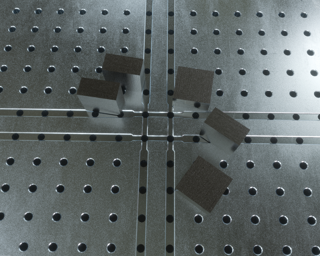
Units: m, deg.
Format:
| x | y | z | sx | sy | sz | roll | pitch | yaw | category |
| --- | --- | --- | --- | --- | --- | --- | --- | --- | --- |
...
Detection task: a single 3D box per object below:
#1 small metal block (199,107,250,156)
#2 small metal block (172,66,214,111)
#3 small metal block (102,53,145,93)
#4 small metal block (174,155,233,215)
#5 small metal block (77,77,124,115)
| x | y | z | sx | sy | sz | roll | pitch | yaw | category |
| --- | --- | --- | --- | --- | --- | --- | --- | --- | --- |
| 0.081 | 0.006 | 0.397 | 0.050 | 0.050 | 0.025 | 35 | 74 | 12 | small metal block |
| 0.046 | -0.055 | 0.432 | 0.050 | 0.025 | 0.050 | 9 | 70 | 3 | small metal block |
| -0.048 | -0.074 | 0.426 | 0.050 | 0.050 | 0.025 | 9 | 71 | 3 | small metal block |
| 0.054 | 0.071 | 0.386 | 0.050 | 0.025 | 0.050 | 35 | 74 | 12 | small metal block |
| -0.077 | -0.041 | 0.413 | 0.050 | 0.050 | 0.025 | 9 | 71 | 3 | small metal block |
